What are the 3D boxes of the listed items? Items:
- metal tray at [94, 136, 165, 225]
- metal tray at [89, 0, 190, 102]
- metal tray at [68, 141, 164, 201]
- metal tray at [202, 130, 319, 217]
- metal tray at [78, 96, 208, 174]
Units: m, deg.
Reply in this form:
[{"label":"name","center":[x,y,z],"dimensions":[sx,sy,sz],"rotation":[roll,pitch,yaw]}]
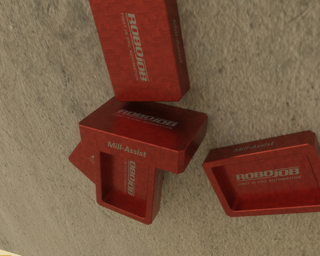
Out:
[{"label":"metal tray","center":[-0.043,0.066,0.425],"dimensions":[0.090,0.030,0.129],"rotation":[17,125,17]},{"label":"metal tray","center":[-0.021,-0.095,0.355],"dimensions":[0.090,0.030,0.129],"rotation":[2,120,26]},{"label":"metal tray","center":[-0.069,0.062,0.476],"dimensions":[0.130,0.030,0.090],"rotation":[43,129,-2]},{"label":"metal tray","center":[0.128,0.060,0.372],"dimensions":[0.130,0.030,0.090],"rotation":[-15,111,34]},{"label":"metal tray","center":[-0.018,0.002,0.373],"dimensions":[0.130,0.090,0.030],"rotation":[14,124,20]}]
